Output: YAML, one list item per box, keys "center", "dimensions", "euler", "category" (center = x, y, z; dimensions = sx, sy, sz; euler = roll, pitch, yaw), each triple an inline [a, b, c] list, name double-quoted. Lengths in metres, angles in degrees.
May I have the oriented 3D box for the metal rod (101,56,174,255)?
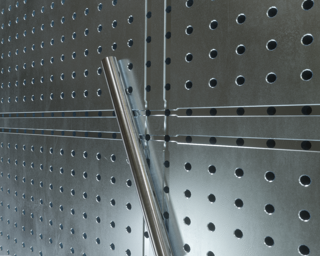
- center: [-0.034, 0.036, 0.435]
  dimensions: [0.025, 0.025, 0.299]
  euler: [-27, 73, 36]
  category: "metal rod"
